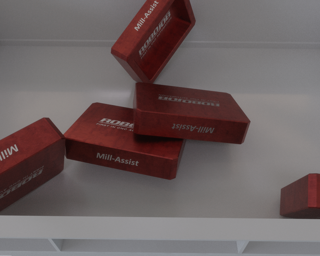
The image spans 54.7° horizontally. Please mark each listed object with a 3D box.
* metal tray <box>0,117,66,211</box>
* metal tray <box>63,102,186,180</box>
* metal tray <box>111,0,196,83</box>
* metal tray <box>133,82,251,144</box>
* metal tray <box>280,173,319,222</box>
[{"bbox_3d":[-0.159,0.051,0.308,0.131,0.090,0.030,-35,76,-32],"label":"metal tray"},{"bbox_3d":[-0.036,0.011,0.374,0.131,0.030,0.090,10,32,8],"label":"metal tray"},{"bbox_3d":[-0.005,-0.132,0.441,0.030,0.090,0.130,33,84,24],"label":"metal tray"},{"bbox_3d":[0.033,-0.021,0.384,0.131,0.030,0.090,6,27,-9],"label":"metal tray"},{"bbox_3d":[0.194,0.076,0.296,0.131,0.090,0.030,8,71,7],"label":"metal tray"}]
